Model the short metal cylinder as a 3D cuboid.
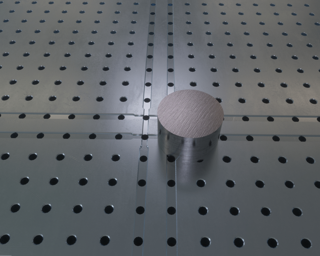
[{"bbox_3d":[0.037,-0.003,0.395,0.080,0.050,0.080,0,50,0],"label":"short metal cylinder"}]
